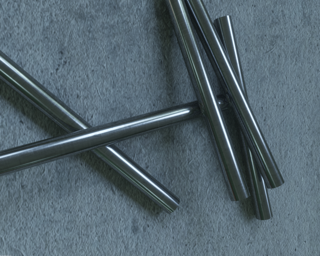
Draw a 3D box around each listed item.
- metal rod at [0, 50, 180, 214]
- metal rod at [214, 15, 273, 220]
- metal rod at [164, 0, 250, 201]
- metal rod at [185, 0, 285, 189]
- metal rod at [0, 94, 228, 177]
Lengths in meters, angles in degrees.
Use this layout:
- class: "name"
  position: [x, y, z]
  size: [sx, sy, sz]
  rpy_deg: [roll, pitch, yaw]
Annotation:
- class: "metal rod"
  position: [-0.090, 0.008, 0.375]
  size: [0.300, 0.025, 0.025]
  rpy_deg: [42, 77, -15]
- class: "metal rod"
  position: [0.123, -0.011, 0.454]
  size: [0.025, 0.025, 0.298]
  rpy_deg: [-15, 95, -19]
- class: "metal rod"
  position: [0.056, -0.054, 0.401]
  size: [0.025, 0.025, 0.299]
  rpy_deg: [-16, 85, -19]
- class: "metal rod"
  position: [0.098, -0.057, 0.426]
  size: [0.025, 0.025, 0.299]
  rpy_deg: [-25, 92, -18]
- class: "metal rod"
  position: [-0.040, 0.001, 0.372]
  size: [0.302, 0.025, 0.025]
  rpy_deg: [-16, 96, -28]
